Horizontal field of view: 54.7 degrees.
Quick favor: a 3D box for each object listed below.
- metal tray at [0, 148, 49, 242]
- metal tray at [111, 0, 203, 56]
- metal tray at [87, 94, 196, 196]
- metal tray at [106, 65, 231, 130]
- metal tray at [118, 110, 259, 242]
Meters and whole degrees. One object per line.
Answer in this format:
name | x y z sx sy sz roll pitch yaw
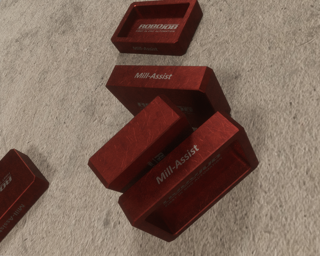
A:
metal tray | -0.235 0.105 0.457 0.090 0.030 0.130 34 80 38
metal tray | -0.007 -0.164 0.502 0.130 0.030 0.090 11 67 32
metal tray | -0.005 0.028 0.319 0.090 0.130 0.030 -43 67 -2
metal tray | 0.011 -0.037 0.377 0.130 0.090 0.030 7 66 31
metal tray | 0.034 0.053 0.310 0.130 0.090 0.030 -41 51 0
